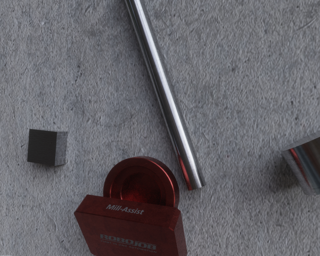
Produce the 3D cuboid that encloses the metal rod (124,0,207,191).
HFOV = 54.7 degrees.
[{"bbox_3d":[0.001,-0.066,0.408,0.025,0.025,0.299,-20,83,19],"label":"metal rod"}]

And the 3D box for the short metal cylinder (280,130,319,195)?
[{"bbox_3d":[0.174,0.029,0.318,0.080,0.080,0.050,-29,81,18],"label":"short metal cylinder"}]

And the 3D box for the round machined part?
[{"bbox_3d":[-0.021,0.085,0.407,0.098,0.042,0.097,0,90,19],"label":"round machined part"}]

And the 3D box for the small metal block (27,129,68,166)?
[{"bbox_3d":[-0.170,0.028,0.469,0.050,0.025,0.050,5,92,19],"label":"small metal block"}]

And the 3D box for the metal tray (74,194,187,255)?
[{"bbox_3d":[-0.036,0.134,0.395,0.130,0.030,0.089,3,125,19],"label":"metal tray"}]
